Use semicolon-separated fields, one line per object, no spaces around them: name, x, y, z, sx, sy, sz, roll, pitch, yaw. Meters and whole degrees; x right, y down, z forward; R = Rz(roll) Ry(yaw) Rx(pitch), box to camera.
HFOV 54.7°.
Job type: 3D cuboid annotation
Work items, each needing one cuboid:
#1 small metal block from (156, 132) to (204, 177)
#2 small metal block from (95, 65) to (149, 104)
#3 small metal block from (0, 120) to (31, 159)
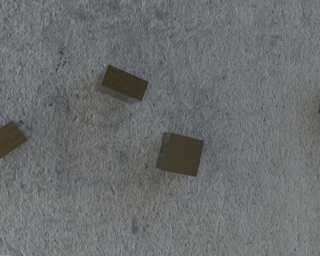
small metal block;0.027;0.036;0.419;0.050;0.025;0.050;14;85;-20
small metal block;-0.048;-0.051;0.378;0.050;0.050;0.025;21;83;-19
small metal block;-0.170;0.017;0.333;0.050;0.050;0.025;-37;102;-16
